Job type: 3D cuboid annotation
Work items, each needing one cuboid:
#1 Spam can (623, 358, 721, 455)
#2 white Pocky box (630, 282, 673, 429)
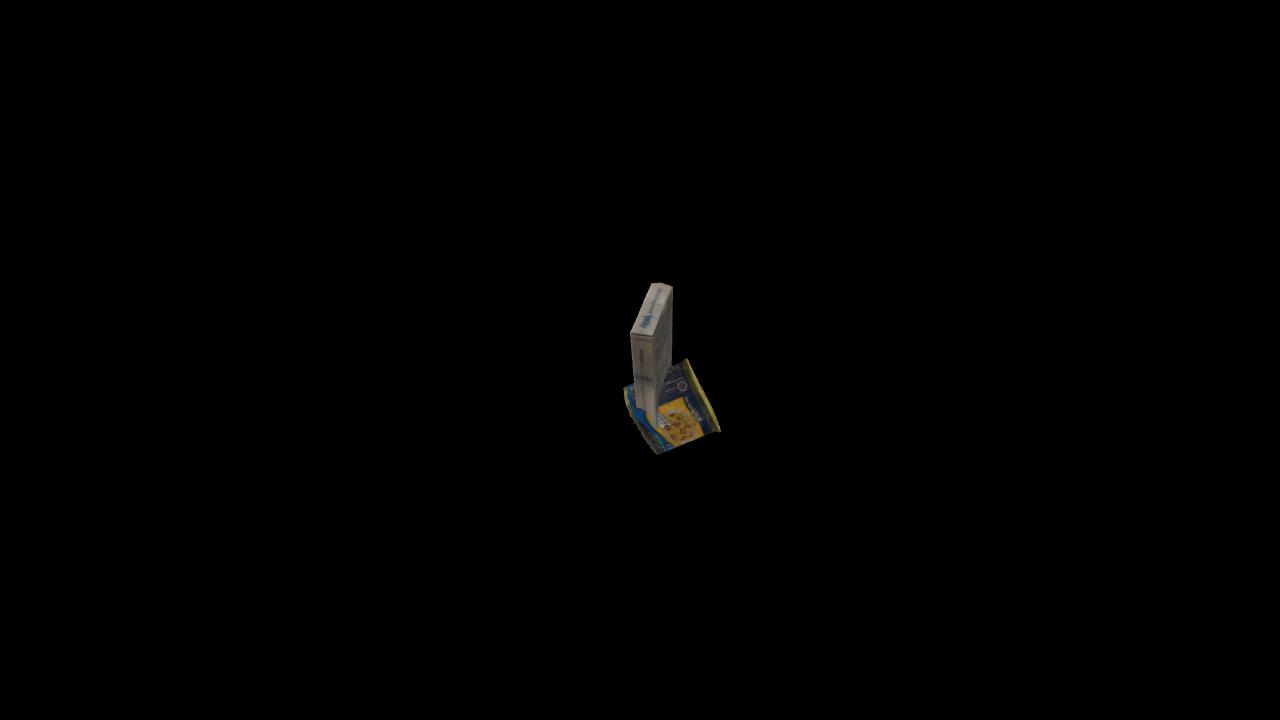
[{"bbox_3d":[0.038,0.059,0.734,0.085,0.101,0.058,-24,40,7],"label":"Spam can"},{"bbox_3d":[0.016,-0.001,0.688,0.028,0.084,0.154,10,-42,12],"label":"white Pocky box"}]
